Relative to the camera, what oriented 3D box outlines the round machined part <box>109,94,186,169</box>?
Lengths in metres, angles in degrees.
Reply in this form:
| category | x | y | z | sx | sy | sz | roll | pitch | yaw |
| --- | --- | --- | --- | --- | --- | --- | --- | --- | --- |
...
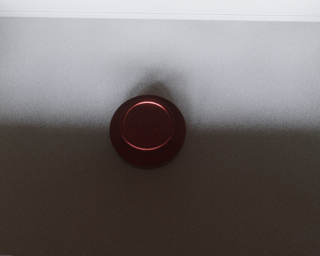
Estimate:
| category | x | y | z | sx | sy | sz | roll | pitch | yaw |
| --- | --- | --- | --- | --- | --- | --- | --- | --- | --- |
| round machined part | -0.016 | 0.001 | 0.396 | 0.099 | 0.042 | 0.098 | 0 | 70 | -1 |
